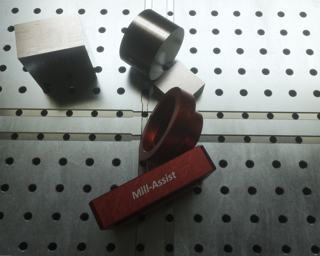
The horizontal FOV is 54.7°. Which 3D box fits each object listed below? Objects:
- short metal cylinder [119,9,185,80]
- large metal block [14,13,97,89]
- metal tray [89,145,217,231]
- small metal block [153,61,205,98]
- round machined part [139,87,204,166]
[{"bbox_3d":[-0.010,-0.113,0.424,0.050,0.080,0.080,35,74,12],"label":"short metal cylinder"},{"bbox_3d":[-0.137,-0.101,0.418,0.081,0.080,0.050,-13,71,-5],"label":"large metal block"},{"bbox_3d":[-0.007,0.070,0.350,0.131,0.090,0.030,-26,75,-9],"label":"metal tray"},{"bbox_3d":[0.026,-0.057,0.433,0.050,0.025,0.050,43,75,14],"label":"small metal block"},{"bbox_3d":[0.016,0.003,0.378,0.042,0.098,0.098,26,70,-18],"label":"round machined part"}]
